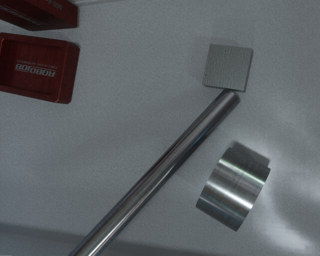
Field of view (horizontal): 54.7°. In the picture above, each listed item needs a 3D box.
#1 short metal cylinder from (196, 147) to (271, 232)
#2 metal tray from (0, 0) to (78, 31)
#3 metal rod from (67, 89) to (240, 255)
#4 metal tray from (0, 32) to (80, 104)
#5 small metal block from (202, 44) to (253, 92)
[{"bbox_3d":[0.083,0.069,0.352,0.050,0.080,0.080,29,99,17],"label":"short metal cylinder"},{"bbox_3d":[-0.186,-0.167,0.418,0.090,0.130,0.030,2,91,20],"label":"metal tray"},{"bbox_3d":[-0.015,0.067,0.353,0.025,0.025,0.300,41,79,15],"label":"metal rod"},{"bbox_3d":[-0.192,-0.092,0.473,0.130,0.030,0.089,12,94,19],"label":"metal tray"},{"bbox_3d":[0.084,-0.073,0.381,0.050,0.025,0.050,12,94,19],"label":"small metal block"}]
